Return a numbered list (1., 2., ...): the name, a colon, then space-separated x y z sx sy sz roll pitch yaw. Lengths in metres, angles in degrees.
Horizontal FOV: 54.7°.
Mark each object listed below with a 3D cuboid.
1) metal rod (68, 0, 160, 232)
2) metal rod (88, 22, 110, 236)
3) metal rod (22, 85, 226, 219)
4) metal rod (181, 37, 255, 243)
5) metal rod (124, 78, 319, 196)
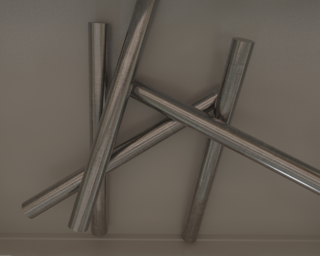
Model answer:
1. metal rod: -0.055 -0.019 0.368 0.025 0.025 0.298 17 96 -7
2. metal rod: -0.081 0.016 0.416 0.025 0.025 0.298 3 110 -1
3. metal rod: -0.043 0.031 0.400 0.301 0.025 0.025 -31 108 2
4. metal rod: 0.068 0.035 0.405 0.025 0.025 0.298 8 117 -3
5. metal rod: 0.089 0.015 0.355 0.301 0.025 0.025 28 109 13
